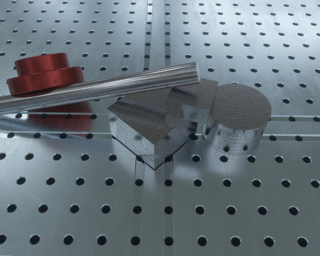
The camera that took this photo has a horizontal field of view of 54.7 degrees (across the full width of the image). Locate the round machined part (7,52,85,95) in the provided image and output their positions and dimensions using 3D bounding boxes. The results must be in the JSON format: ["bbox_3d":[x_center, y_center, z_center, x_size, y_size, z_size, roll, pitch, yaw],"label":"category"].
[{"bbox_3d":[-0.157,-0.076,0.423,0.099,0.042,0.098,-10,12,2],"label":"round machined part"}]

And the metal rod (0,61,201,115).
[{"bbox_3d":[-0.101,-0.044,0.387,0.301,0.025,0.025,-7,48,16],"label":"metal rod"}]

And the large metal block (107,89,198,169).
[{"bbox_3d":[-0.008,-0.009,0.396,0.080,0.050,0.080,36,58,26],"label":"large metal block"}]

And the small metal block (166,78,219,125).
[{"bbox_3d":[0.039,-0.036,0.370,0.050,0.025,0.050,15,51,11],"label":"small metal block"}]

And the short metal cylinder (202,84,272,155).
[{"bbox_3d":[0.097,-0.012,0.403,0.081,0.050,0.080,0,50,0],"label":"short metal cylinder"}]
